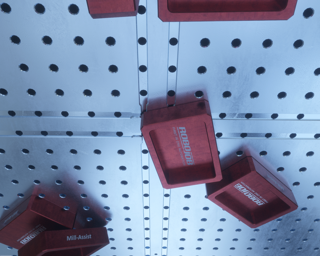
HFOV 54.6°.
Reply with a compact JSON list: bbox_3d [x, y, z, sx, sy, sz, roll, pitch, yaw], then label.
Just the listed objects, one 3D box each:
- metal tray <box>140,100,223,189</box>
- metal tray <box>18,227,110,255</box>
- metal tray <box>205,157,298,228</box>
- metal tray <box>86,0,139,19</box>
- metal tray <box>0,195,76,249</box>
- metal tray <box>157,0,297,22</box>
[{"bbox_3d":[0.034,0.028,0.432,0.090,0.030,0.130,-11,130,9],"label":"metal tray"},{"bbox_3d":[-0.167,0.210,0.548,0.131,0.030,0.090,14,136,-46],"label":"metal tray"},{"bbox_3d":[0.148,0.109,0.501,0.090,0.030,0.130,-37,121,27],"label":"metal tray"},{"bbox_3d":[-0.033,-0.145,0.219,0.030,0.130,0.090,-3,130,3],"label":"metal tray"},{"bbox_3d":[-0.227,0.179,0.558,0.130,0.030,0.090,-37,121,27],"label":"metal tray"},{"bbox_3d":[0.062,-0.147,0.283,0.131,0.030,0.089,-1,130,0],"label":"metal tray"}]
